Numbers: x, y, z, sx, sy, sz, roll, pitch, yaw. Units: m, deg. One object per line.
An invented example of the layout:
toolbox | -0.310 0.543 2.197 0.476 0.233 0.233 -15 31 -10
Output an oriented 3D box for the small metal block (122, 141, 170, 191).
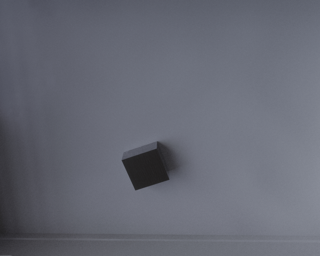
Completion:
small metal block | -0.019 0.053 0.430 0.050 0.025 0.050 -19 109 6
